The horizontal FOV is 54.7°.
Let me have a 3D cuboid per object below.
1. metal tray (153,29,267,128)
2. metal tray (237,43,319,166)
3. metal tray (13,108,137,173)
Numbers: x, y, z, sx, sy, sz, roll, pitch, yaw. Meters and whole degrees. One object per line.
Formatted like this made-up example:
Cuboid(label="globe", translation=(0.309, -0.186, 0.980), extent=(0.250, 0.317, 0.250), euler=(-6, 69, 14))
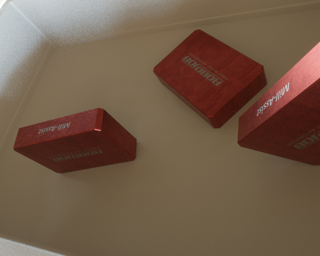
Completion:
Cuboid(label="metal tray", translation=(0.062, -0.070, 0.412), extent=(0.090, 0.030, 0.130), euler=(-43, 51, -2))
Cuboid(label="metal tray", translation=(0.134, -0.011, 0.256), extent=(0.091, 0.129, 0.030), euler=(14, 64, -8))
Cuboid(label="metal tray", translation=(-0.108, 0.022, 0.405), extent=(0.130, 0.090, 0.030), euler=(-12, 57, 21))
